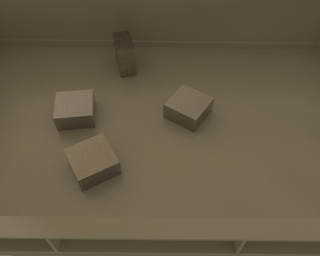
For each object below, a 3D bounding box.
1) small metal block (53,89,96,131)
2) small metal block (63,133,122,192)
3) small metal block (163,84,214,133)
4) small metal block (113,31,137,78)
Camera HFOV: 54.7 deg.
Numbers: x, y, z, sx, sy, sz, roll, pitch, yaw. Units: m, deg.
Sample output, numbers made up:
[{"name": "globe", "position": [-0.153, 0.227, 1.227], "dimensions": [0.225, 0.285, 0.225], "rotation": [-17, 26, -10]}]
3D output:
[{"name": "small metal block", "position": [-0.116, -0.025, 0.425], "dimensions": [0.050, 0.025, 0.050], "rotation": [-5, 50, -5]}, {"name": "small metal block", "position": [-0.080, 0.040, 0.370], "dimensions": [0.050, 0.025, 0.050], "rotation": [-24, 54, -19]}, {"name": "small metal block", "position": [0.040, -0.028, 0.429], "dimensions": [0.050, 0.025, 0.050], "rotation": [28, 55, 21]}, {"name": "small metal block", "position": [-0.055, -0.116, 0.485], "dimensions": [0.025, 0.050, 0.050], "rotation": [-11, 51, -9]}]
